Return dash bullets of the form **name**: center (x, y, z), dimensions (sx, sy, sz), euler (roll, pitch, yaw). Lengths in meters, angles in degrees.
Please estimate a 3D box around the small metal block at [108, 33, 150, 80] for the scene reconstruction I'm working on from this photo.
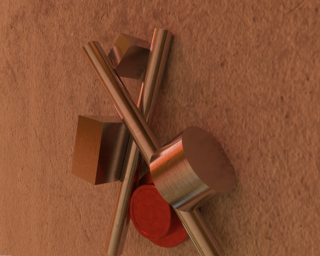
- **small metal block**: center (-0.041, -0.096, 0.421), dimensions (0.050, 0.050, 0.025), euler (-52, 60, 27)

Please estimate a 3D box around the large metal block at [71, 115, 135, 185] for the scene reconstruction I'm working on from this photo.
- **large metal block**: center (-0.068, 0.027, 0.424), dimensions (0.050, 0.081, 0.079), euler (15, 100, 39)

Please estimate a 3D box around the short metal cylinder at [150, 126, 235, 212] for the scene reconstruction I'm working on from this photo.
- **short metal cylinder**: center (0.036, 0.045, 0.340), dimensions (0.050, 0.081, 0.080), euler (-39, 67, 33)

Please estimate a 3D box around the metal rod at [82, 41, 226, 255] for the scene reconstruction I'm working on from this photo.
- **metal rod**: center (-0.015, 0.019, 0.372), dimensions (0.025, 0.025, 0.299), euler (-39, 75, 33)

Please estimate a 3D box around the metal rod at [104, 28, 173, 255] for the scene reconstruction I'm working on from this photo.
- **metal rod**: center (-0.029, 0.020, 0.408), dimensions (0.025, 0.025, 0.298), euler (15, 93, 38)

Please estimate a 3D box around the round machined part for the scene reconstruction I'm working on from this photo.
- **round machined part**: center (0.000, 0.103, 0.395), dimensions (0.098, 0.042, 0.097), euler (0, 90, 39)
